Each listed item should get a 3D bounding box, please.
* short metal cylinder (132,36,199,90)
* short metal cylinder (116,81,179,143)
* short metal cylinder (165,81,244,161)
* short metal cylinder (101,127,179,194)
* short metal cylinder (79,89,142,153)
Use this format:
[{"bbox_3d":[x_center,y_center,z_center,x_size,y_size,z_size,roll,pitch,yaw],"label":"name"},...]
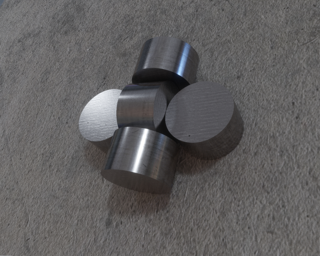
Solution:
[{"bbox_3d":[0.008,-0.075,0.413,0.080,0.080,0.050,0,62,28],"label":"short metal cylinder"},{"bbox_3d":[-0.010,-0.018,0.387,0.050,0.080,0.080,0,62,29],"label":"short metal cylinder"},{"bbox_3d":[0.053,-0.008,0.366,0.080,0.050,0.080,-13,56,21],"label":"short metal cylinder"},{"bbox_3d":[-0.022,0.040,0.358,0.080,0.080,0.050,0,61,28],"label":"short metal cylinder"},{"bbox_3d":[-0.063,-0.006,0.427,0.080,0.050,0.080,-13,56,20],"label":"short metal cylinder"}]
